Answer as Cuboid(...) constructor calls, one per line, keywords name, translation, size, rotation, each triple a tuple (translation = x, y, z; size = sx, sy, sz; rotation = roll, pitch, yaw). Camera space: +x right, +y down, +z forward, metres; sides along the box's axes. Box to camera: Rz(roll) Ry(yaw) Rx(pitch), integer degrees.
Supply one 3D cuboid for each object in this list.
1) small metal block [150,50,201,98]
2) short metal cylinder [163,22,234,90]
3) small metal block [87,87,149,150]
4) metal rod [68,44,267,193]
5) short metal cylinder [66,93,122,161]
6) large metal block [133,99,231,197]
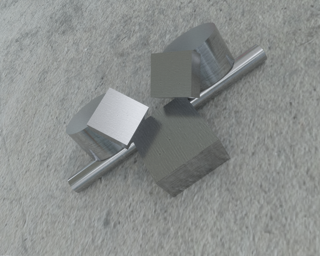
Cuboid(name="small metal block", translation=(0.018, -0.059, 0.351), size=(0.050, 0.025, 0.050), rotation=(2, 93, 29))
Cuboid(name="short metal cylinder", translation=(0.047, -0.091, 0.400), size=(0.080, 0.050, 0.080), rotation=(-28, 29, 18))
Cuboid(name="small metal block", translation=(-0.047, -0.010, 0.355), size=(0.050, 0.025, 0.050), rotation=(27, 74, 4))
Cuboid(name="metal rod", translation=(0.007, -0.010, 0.406), size=(0.300, 0.025, 0.025), rotation=(-35, 52, 4))
Cuboid(name="short metal cylinder", translation=(-0.076, -0.003, 0.412), size=(0.080, 0.050, 0.080), rotation=(-28, 29, 18))
Cuboid(name="large metal block", translation=(0.021, 0.020, 0.363), size=(0.080, 0.050, 0.080), rotation=(-36, 51, 4))
